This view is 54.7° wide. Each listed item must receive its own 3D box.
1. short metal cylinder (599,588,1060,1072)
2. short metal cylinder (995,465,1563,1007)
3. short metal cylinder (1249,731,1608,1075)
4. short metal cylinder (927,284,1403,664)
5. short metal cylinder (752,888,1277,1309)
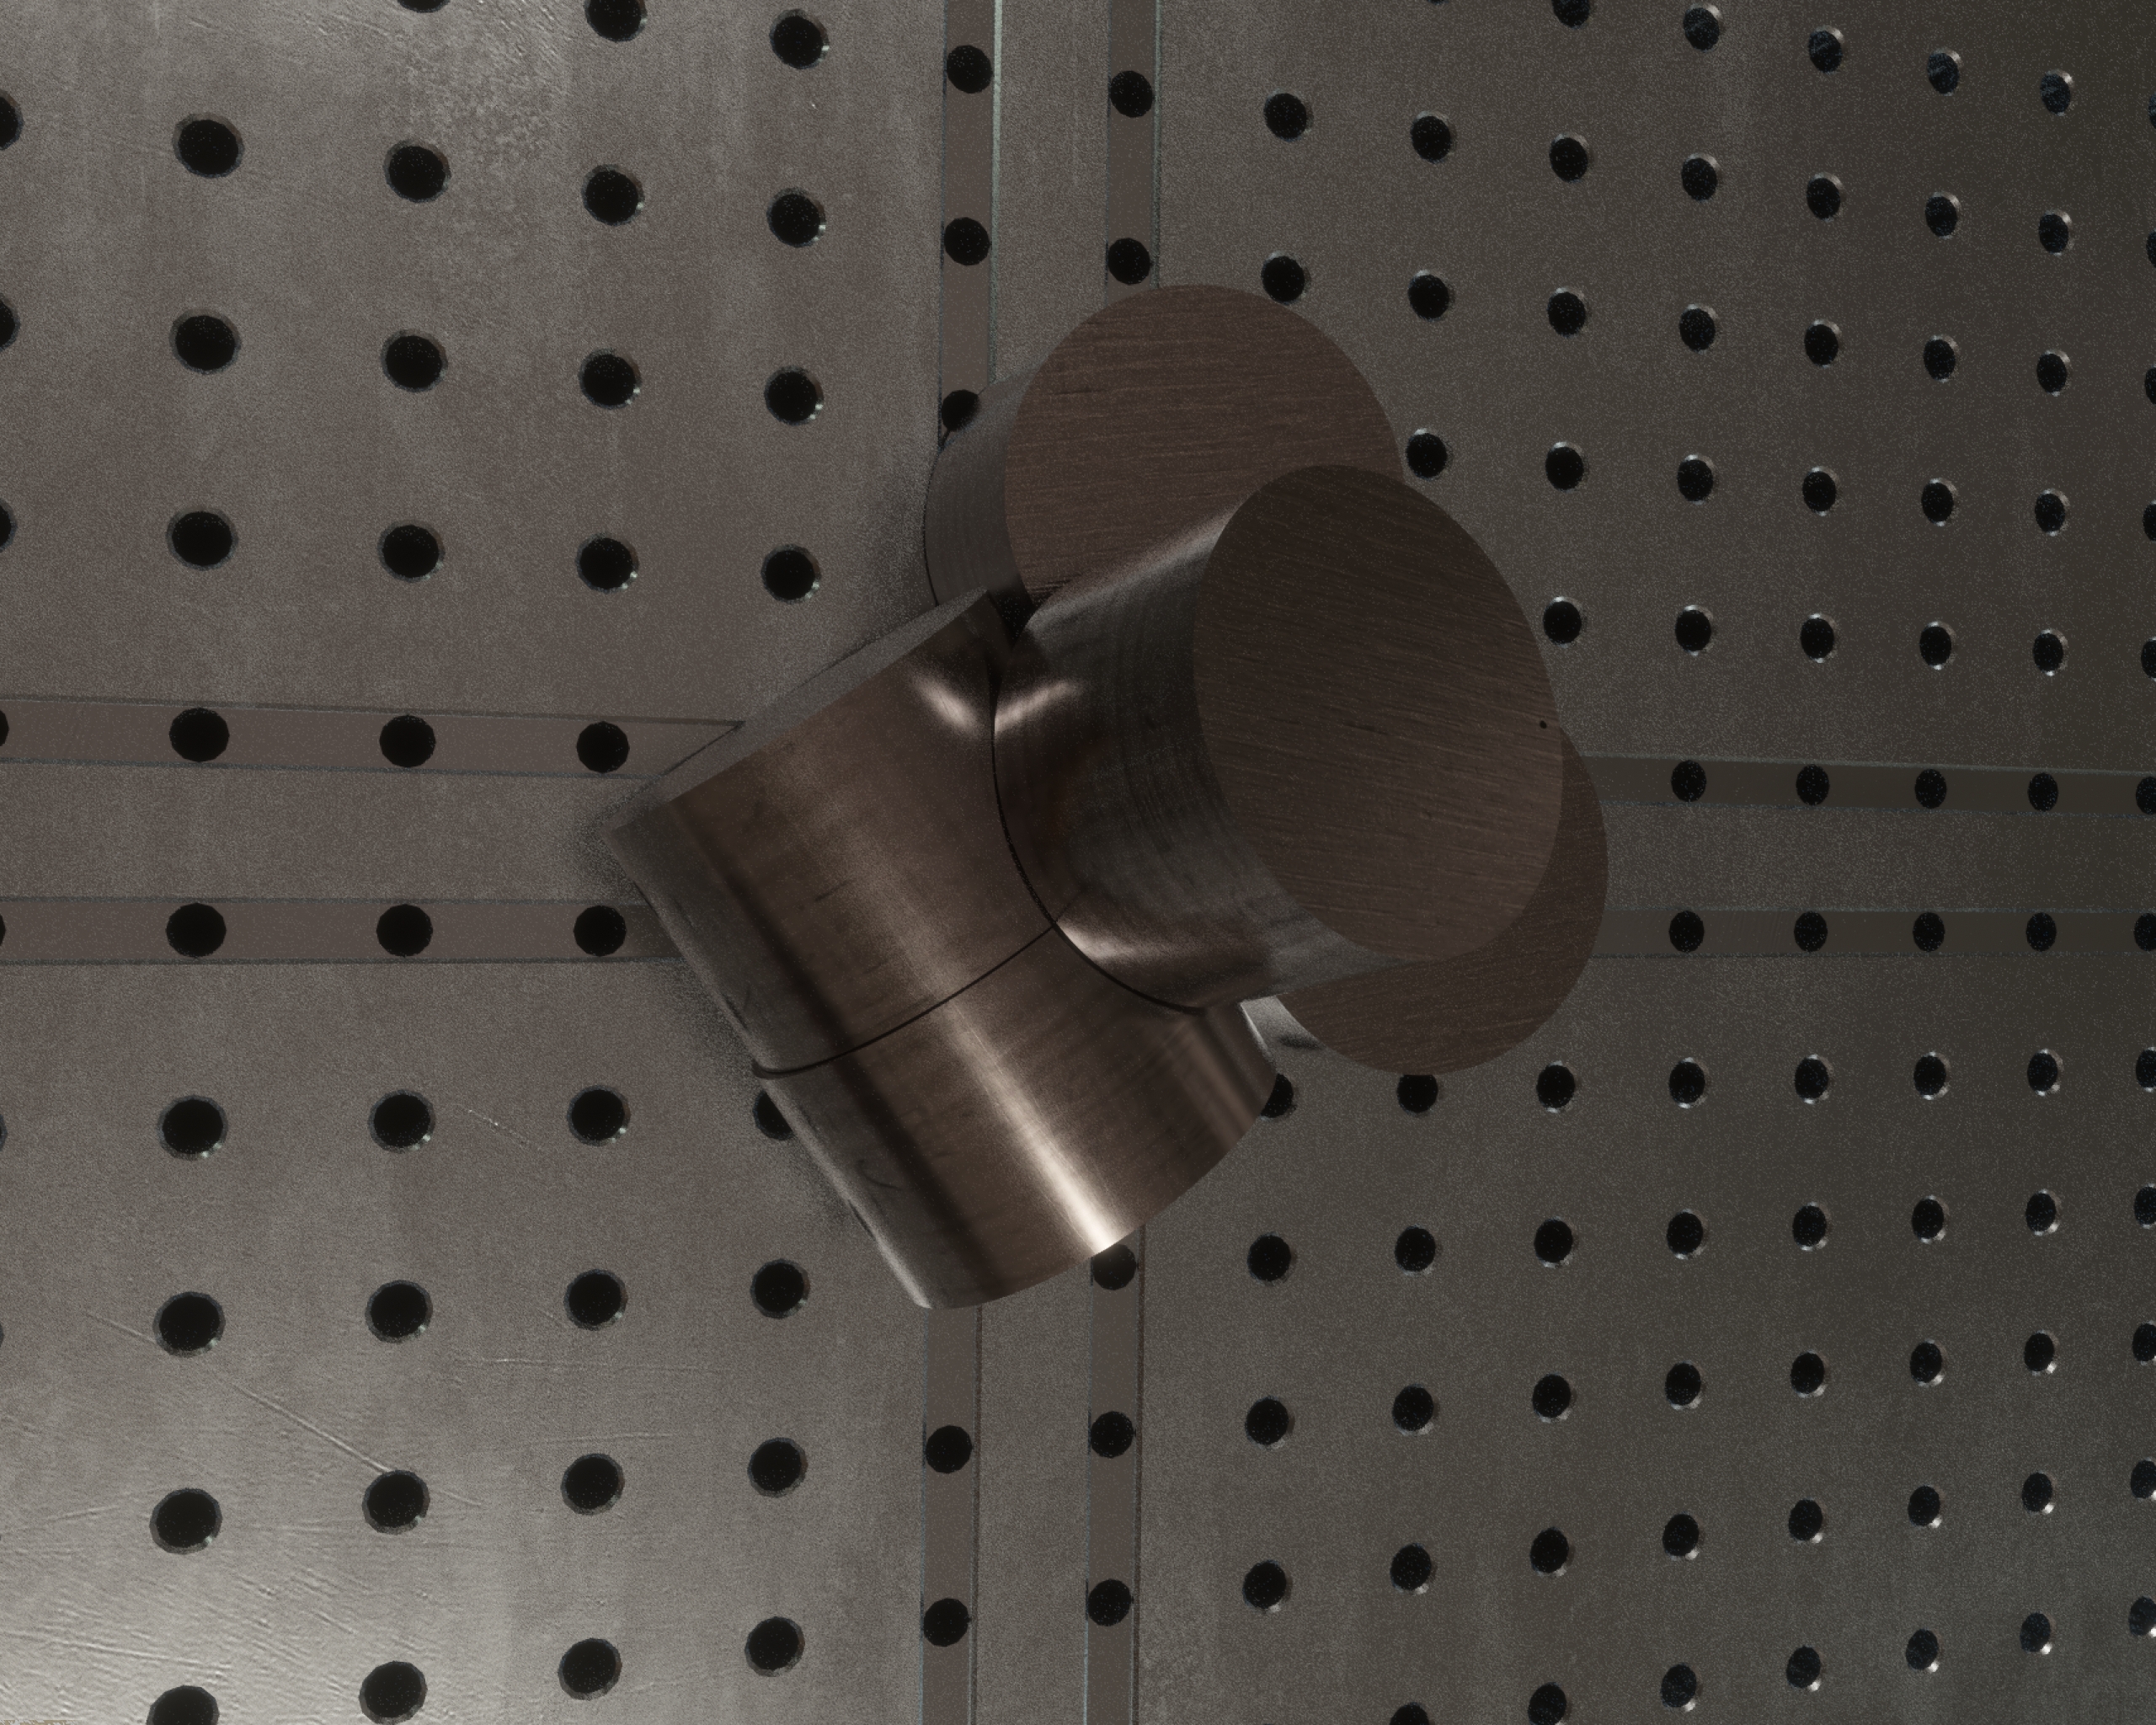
[{"bbox_3d":[-0.037,-0.007,0.371,0.080,0.080,0.050,-36,102,-17],"label":"short metal cylinder"},{"bbox_3d":[0.034,-0.019,0.344,0.081,0.050,0.080,11,72,-36],"label":"short metal cylinder"},{"bbox_3d":[0.058,0.001,0.421,0.081,0.050,0.079,0,90,-21],"label":"short metal cylinder"},{"bbox_3d":[0.016,-0.066,0.405,0.081,0.050,0.079,0,90,-21],"label":"short metal cylinder"},{"bbox_3d":[-0.011,0.036,0.380,0.080,0.080,0.050,-35,102,-17],"label":"short metal cylinder"}]
